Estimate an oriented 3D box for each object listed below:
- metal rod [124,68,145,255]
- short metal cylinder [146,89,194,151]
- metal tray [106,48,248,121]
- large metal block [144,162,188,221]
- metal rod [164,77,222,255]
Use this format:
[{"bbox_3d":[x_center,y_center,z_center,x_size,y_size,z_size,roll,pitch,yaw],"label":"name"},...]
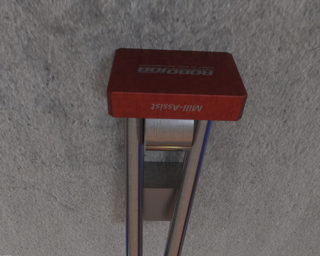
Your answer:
[{"bbox_3d":[-0.034,0.070,0.408,0.025,0.025,0.298,1,115,-2],"label":"metal rod"},{"bbox_3d":[0.009,-0.013,0.363,0.050,0.080,0.079,1,130,-2],"label":"short metal cylinder"},{"bbox_3d":[0.016,-0.048,0.325,0.131,0.090,0.030,2,130,-2],"label":"metal tray"},{"bbox_3d":[0.001,0.098,0.473,0.081,0.050,0.079,1,130,-2],"label":"large metal block"},{"bbox_3d":[0.037,0.073,0.410,0.025,0.025,0.298,6,115,-6],"label":"metal rod"}]
